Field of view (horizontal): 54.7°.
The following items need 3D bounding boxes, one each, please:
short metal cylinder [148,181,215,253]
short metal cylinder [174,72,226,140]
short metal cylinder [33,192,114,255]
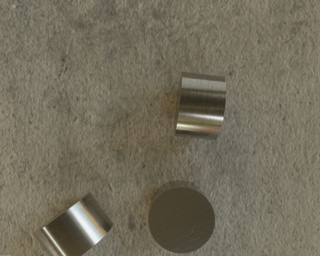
[{"bbox_3d":[0.026,0.111,0.398,0.081,0.050,0.079,0,90,-1],"label":"short metal cylinder"},{"bbox_3d":[0.047,-0.027,0.383,0.050,0.080,0.079,6,90,0],"label":"short metal cylinder"},{"bbox_3d":[-0.105,0.123,0.381,0.080,0.080,0.050,-36,90,0],"label":"short metal cylinder"}]
